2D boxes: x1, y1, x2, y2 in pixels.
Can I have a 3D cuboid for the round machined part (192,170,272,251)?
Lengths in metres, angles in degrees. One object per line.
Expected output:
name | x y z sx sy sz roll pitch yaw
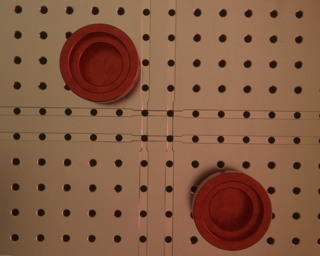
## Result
round machined part | 0.090 0.104 0.405 0.099 0.042 0.097 0 90 0

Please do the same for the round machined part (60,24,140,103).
round machined part | -0.075 -0.081 0.404 0.099 0.042 0.097 0 90 0
